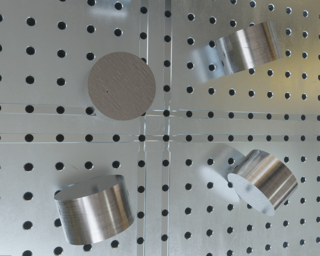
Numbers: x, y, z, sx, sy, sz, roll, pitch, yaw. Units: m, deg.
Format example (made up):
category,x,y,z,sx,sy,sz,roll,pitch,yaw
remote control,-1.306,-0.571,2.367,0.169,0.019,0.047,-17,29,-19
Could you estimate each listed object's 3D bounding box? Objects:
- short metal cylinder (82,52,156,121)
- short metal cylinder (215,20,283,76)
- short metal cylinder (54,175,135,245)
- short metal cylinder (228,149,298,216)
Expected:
category,x,y,z,sx,sy,sz,roll,pitch,yaw
short metal cylinder,-0.051,-0.048,0.381,0.081,0.050,0.079,0,90,-21
short metal cylinder,0.123,-0.110,0.430,0.081,0.080,0.050,-21,98,-19
short metal cylinder,-0.074,0.091,0.357,0.081,0.080,0.050,-16,96,-20
short metal cylinder,0.144,0.077,0.438,0.050,0.080,0.080,-42,104,-15
